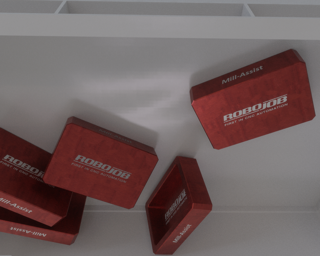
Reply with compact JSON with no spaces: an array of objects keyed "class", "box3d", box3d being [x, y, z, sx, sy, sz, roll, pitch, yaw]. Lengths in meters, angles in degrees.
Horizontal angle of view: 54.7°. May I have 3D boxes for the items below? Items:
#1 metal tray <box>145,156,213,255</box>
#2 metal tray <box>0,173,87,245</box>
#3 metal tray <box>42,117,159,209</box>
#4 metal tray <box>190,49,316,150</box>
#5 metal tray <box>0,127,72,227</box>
[{"class":"metal tray","box3d":[0.022,0.116,0.460,0.030,0.090,0.129,12,129,-24]},{"class":"metal tray","box3d":[-0.181,0.114,0.461,0.131,0.090,0.030,18,128,-15]},{"class":"metal tray","box3d":[-0.080,0.050,0.425,0.131,0.030,0.090,23,102,-19]},{"class":"metal tray","box3d":[0.113,-0.030,0.381,0.130,0.030,0.090,-20,128,16]},{"class":"metal tray","box3d":[-0.183,0.066,0.420,0.130,0.090,0.030,34,122,-26]}]
